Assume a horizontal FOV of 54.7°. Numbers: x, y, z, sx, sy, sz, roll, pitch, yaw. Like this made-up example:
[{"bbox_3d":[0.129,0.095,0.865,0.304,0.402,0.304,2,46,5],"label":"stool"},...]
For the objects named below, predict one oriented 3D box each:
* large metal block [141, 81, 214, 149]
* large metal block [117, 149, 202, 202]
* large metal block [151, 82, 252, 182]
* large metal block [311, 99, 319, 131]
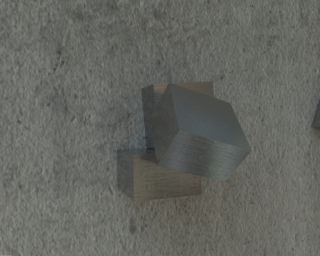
[{"bbox_3d":[0.025,-0.017,0.406,0.081,0.050,0.079,-6,92,-20],"label":"large metal block"},{"bbox_3d":[-0.004,0.052,0.379,0.081,0.080,0.050,-1,91,-20],"label":"large metal block"},{"bbox_3d":[0.040,0.004,0.336,0.081,0.080,0.050,16,127,-20],"label":"large metal block"},{"bbox_3d":[0.303,-0.030,0.494,0.050,0.080,0.080,23,82,-19],"label":"large metal block"}]
